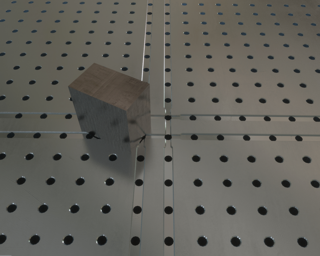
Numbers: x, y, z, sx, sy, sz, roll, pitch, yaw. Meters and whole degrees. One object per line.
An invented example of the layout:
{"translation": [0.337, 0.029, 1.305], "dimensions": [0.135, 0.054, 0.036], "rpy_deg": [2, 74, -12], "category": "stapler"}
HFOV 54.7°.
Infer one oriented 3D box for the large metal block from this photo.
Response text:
{"translation": [-0.060, -0.025, 0.392], "dimensions": [0.080, 0.080, 0.050], "rpy_deg": [23, 54, 18], "category": "large metal block"}
